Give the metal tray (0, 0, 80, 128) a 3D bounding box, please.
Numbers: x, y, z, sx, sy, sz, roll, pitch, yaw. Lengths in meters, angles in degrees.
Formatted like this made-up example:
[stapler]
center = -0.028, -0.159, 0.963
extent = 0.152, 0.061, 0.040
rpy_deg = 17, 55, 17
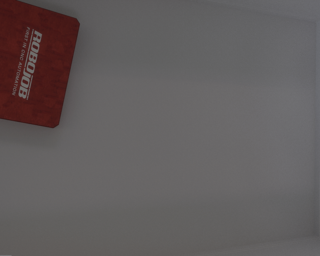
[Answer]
[metal tray]
center = -0.150, -0.071, 0.352
extent = 0.091, 0.030, 0.129
rpy_deg = 12, 86, -20
